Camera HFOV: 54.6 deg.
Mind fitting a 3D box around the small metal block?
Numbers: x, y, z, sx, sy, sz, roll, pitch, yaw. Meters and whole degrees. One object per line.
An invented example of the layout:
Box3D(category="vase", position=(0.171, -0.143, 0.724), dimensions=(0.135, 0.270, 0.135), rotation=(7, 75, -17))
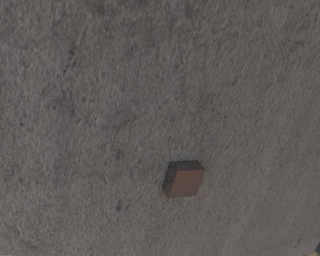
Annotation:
Box3D(category="small metal block", position=(0.036, 0.078, 0.474), dimensions=(0.050, 0.025, 0.050), rotation=(1, 118, -29))
